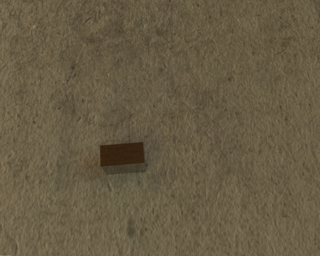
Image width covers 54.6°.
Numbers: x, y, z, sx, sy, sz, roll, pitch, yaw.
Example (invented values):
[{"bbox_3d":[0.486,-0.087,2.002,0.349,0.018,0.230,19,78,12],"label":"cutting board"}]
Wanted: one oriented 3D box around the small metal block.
[{"bbox_3d":[-0.044,0.038,0.381,0.050,0.050,0.025,-5,70,-2],"label":"small metal block"}]
